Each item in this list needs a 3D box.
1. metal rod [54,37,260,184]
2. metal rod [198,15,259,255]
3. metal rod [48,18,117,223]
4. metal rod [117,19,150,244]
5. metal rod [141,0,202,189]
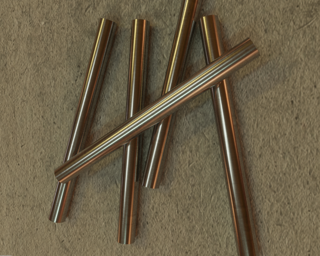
[{"bbox_3d":[-0.016,-0.012,0.386,0.300,0.025,0.025,-33,80,17],"label":"metal rod"},{"bbox_3d":[0.084,0.011,0.379,0.025,0.025,0.298,-10,87,20],"label":"metal rod"},{"bbox_3d":[-0.113,-0.007,0.448,0.025,0.025,0.298,18,96,19],"label":"metal rod"},{"bbox_3d":[-0.036,0.006,0.421,0.025,0.025,0.298,5,92,20],"label":"metal rod"},{"bbox_3d":[0.020,-0.068,0.401,0.025,0.025,0.298,14,95,19],"label":"metal rod"}]
